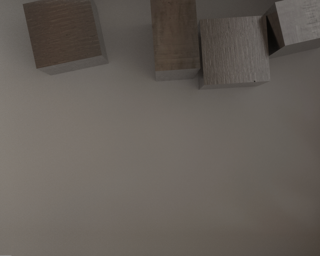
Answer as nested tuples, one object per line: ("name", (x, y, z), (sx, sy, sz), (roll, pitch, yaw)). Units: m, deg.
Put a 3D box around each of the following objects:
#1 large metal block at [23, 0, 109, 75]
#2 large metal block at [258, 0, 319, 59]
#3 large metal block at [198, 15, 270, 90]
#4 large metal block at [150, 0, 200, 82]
("large metal block", (-0.118, -0.119, 0.398), (0.080, 0.050, 0.080), (-12, 90, 0))
("large metal block", (0.173, -0.125, 0.385), (0.080, 0.080, 0.050), (-13, 90, 0))
("large metal block", (0.091, -0.094, 0.399), (0.080, 0.050, 0.080), (-4, 90, 0))
("large metal block", (0.017, -0.105, 0.384), (0.050, 0.080, 0.080), (-4, 90, 0))
